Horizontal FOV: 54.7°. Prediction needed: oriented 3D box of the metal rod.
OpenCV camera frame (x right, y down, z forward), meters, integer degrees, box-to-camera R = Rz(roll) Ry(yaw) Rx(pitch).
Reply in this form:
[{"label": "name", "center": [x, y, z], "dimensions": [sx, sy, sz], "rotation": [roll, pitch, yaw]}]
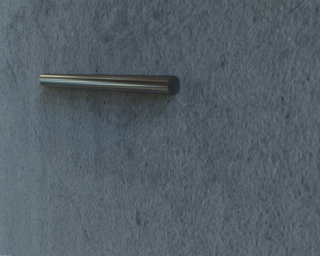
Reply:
[{"label": "metal rod", "center": [-0.098, -0.071, 0.482], "dimensions": [0.300, 0.025, 0.025], "rotation": [9, 96, 39]}]
